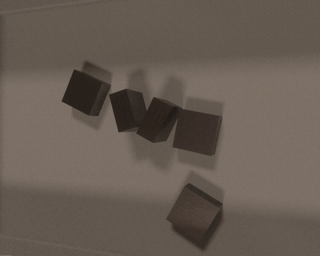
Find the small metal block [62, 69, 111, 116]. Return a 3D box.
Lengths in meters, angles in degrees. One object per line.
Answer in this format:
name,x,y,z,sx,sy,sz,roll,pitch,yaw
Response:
small metal block,-0.106,-0.050,0.447,0.050,0.025,0.050,26,98,17

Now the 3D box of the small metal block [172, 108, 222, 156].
small metal block,0.048,0.005,0.393,0.050,0.025,0.050,12,94,19

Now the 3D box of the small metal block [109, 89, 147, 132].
small metal block,-0.038,-0.022,0.410,0.025,0.050,0.050,-17,85,19

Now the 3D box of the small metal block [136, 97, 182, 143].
small metal block,0.001,-0.010,0.396,0.025,0.050,0.050,29,99,17

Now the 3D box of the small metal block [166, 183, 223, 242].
small metal block,0.044,0.106,0.394,0.050,0.025,0.050,30,100,17
